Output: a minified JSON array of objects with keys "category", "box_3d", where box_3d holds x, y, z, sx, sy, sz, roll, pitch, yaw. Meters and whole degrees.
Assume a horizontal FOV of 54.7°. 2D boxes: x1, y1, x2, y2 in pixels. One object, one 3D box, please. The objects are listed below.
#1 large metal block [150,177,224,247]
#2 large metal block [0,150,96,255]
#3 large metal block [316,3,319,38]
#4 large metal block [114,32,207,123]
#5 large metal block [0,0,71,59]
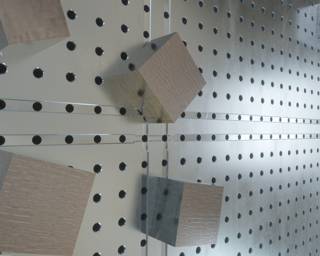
[{"category":"large metal block","box_3d":[0.038,0.114,0.428,0.081,0.050,0.080,14,81,-39]},{"category":"large metal block","box_3d":[-0.119,0.071,0.295,0.080,0.050,0.080,23,75,-38]},{"category":"large metal block","box_3d":[0.425,-0.256,0.754,0.081,0.050,0.080,10,84,-40]},{"category":"large metal block","box_3d":[0.003,-0.062,0.397,0.080,0.050,0.080,-50,120,-28]},{"category":"large metal block","box_3d":[-0.129,-0.107,0.266,0.050,0.080,0.079,-23,105,-38]}]
